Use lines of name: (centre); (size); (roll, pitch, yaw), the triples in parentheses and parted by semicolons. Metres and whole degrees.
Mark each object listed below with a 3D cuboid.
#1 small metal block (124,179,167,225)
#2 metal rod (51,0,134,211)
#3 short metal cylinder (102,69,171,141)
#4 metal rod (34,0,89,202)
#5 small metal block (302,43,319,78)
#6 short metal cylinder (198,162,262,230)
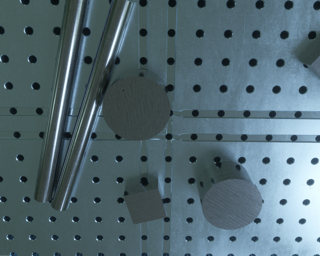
small metal block: (-0.020, 0.108, 0.453); (0.050, 0.025, 0.050); (-14, 110, 5)
metal rod: (-0.094, -0.018, 0.405); (0.025, 0.025, 0.298); (19, 109, -7)
short metal cylinder: (-0.028, -0.030, 0.389); (0.081, 0.050, 0.079); (0, 110, 0)
metal rod: (-0.129, -0.035, 0.399); (0.025, 0.025, 0.298); (15, 109, -6)
small metal block: (0.217, -0.084, 0.384); (0.050, 0.025, 0.050); (36, 106, -13)
short metal cylinder: (0.096, 0.094, 0.436); (0.081, 0.050, 0.079); (0, 110, 0)
